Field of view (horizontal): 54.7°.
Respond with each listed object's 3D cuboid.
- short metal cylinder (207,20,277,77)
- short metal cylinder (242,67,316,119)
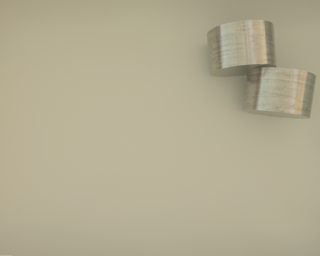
[{"bbox_3d":[0.100,-0.096,0.384,0.080,0.080,0.050,-4,90,0],"label":"short metal cylinder"},{"bbox_3d":[0.146,-0.042,0.385,0.080,0.080,0.050,8,91,0],"label":"short metal cylinder"}]
